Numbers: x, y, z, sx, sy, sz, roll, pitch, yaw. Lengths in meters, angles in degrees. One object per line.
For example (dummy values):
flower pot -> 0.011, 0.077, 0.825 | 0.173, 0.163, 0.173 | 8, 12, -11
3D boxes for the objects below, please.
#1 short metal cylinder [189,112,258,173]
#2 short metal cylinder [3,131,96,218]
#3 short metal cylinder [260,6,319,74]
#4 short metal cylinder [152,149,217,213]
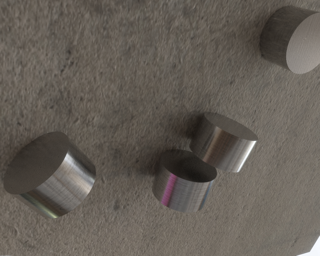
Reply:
short metal cylinder -> 0.088, 0.018, 0.433 | 0.081, 0.080, 0.050 | 10, 113, -33
short metal cylinder -> -0.119, 0.050, 0.338 | 0.080, 0.080, 0.050 | -36, 130, -5
short metal cylinder -> 0.184, -0.120, 0.420 | 0.081, 0.050, 0.079 | -14, 125, -21
short metal cylinder -> 0.034, 0.072, 0.436 | 0.081, 0.080, 0.050 | 1, 118, -30
